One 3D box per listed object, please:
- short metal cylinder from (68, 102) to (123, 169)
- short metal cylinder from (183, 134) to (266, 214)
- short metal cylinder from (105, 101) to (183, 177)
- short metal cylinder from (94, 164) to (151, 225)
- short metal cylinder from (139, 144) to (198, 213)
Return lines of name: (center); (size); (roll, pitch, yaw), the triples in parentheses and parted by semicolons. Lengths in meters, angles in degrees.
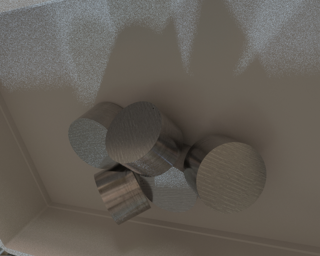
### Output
short metal cylinder: (-0.080, 0.010, 0.436); (0.080, 0.050, 0.079); (13, 124, 20)
short metal cylinder: (0.073, 0.051, 0.356); (0.081, 0.050, 0.079); (-2, 98, -11)
short metal cylinder: (-0.019, 0.014, 0.379); (0.080, 0.080, 0.050); (-8, 150, 31)
short metal cylinder: (-0.053, 0.090, 0.445); (0.050, 0.080, 0.080); (-27, 109, -7)
short metal cylinder: (0.020, 0.067, 0.420); (0.080, 0.050, 0.079); (13, 124, 20)
